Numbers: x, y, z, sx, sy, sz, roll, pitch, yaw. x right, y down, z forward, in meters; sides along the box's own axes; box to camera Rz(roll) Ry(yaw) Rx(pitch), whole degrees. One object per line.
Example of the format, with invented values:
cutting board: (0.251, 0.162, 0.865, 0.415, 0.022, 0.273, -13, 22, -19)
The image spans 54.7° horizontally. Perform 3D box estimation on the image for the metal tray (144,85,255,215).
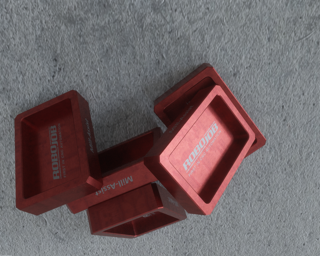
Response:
metal tray: (0.052, 0.023, 0.361, 0.090, 0.030, 0.130, 50, 58, -16)

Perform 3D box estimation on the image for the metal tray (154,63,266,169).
metal tray: (0.065, -0.007, 0.406, 0.090, 0.030, 0.130, -37, 107, 12)

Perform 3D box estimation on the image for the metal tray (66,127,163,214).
metal tray: (-0.053, 0.050, 0.394, 0.130, 0.090, 0.030, -23, 109, 8)

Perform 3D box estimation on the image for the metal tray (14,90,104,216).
metal tray: (-0.124, 0.026, 0.368, 0.090, 0.130, 0.030, -23, 147, 7)

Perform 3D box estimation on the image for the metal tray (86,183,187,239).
metal tray: (-0.024, 0.113, 0.406, 0.090, 0.130, 0.030, -23, 64, 8)
